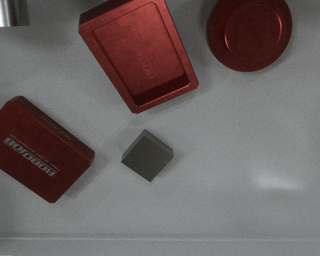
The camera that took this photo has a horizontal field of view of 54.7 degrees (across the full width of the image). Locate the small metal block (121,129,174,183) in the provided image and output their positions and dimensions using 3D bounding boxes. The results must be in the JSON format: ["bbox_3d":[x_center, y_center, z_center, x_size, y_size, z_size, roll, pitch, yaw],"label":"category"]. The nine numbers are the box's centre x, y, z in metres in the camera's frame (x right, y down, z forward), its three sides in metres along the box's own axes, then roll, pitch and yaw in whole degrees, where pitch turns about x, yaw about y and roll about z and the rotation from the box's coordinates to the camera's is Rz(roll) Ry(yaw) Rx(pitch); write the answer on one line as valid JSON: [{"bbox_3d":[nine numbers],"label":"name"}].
[{"bbox_3d":[-0.017,0.038,0.425,0.050,0.025,0.050,37,106,-13],"label":"small metal block"}]

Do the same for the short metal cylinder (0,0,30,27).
[{"bbox_3d":[-0.185,-0.135,0.329,0.081,0.080,0.050,0,110,-1],"label":"short metal cylinder"}]

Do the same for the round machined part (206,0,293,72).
[{"bbox_3d":[0.106,-0.114,0.362,0.099,0.042,0.097,0,110,-1],"label":"round machined part"}]

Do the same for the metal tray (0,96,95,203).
[{"bbox_3d":[-0.167,0.031,0.418,0.130,0.030,0.090,41,105,-14],"label":"metal tray"}]

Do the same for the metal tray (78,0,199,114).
[{"bbox_3d":[-0.019,-0.083,0.350,0.090,0.030,0.130,-23,132,8],"label":"metal tray"}]
